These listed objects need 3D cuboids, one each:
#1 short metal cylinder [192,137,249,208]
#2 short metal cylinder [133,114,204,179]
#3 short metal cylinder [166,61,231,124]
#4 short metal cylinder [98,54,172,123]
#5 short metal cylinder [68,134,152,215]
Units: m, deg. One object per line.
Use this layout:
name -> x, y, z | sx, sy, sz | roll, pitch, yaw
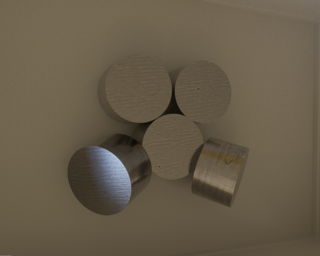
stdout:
short metal cylinder -> 0.080, 0.057, 0.404 | 0.050, 0.080, 0.080 | 17, 83, 20
short metal cylinder -> 0.008, 0.022, 0.398 | 0.081, 0.050, 0.079 | 0, 90, -21
short metal cylinder -> 0.047, -0.046, 0.414 | 0.081, 0.050, 0.079 | 0, 90, -21
short metal cylinder -> -0.032, -0.046, 0.383 | 0.081, 0.050, 0.079 | 0, 90, -21
short metal cylinder -> -0.056, 0.051, 0.354 | 0.050, 0.080, 0.080 | -32, 105, -63
